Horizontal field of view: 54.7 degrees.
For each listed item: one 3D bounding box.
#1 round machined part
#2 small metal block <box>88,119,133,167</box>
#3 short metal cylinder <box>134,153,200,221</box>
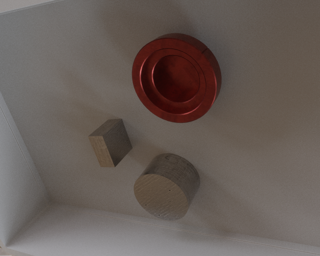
[{"bbox_3d":[0.022,-0.058,0.349,0.098,0.042,0.097,13,124,20],"label":"round machined part"},{"bbox_3d":[-0.069,0.021,0.440,0.025,0.050,0.050,-3,117,29],"label":"small metal block"},{"bbox_3d":[0.010,0.083,0.437,0.080,0.050,0.079,13,124,20],"label":"short metal cylinder"}]
